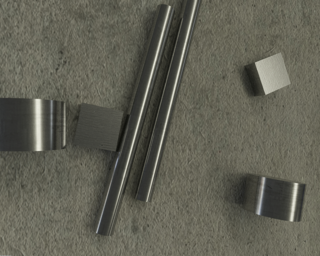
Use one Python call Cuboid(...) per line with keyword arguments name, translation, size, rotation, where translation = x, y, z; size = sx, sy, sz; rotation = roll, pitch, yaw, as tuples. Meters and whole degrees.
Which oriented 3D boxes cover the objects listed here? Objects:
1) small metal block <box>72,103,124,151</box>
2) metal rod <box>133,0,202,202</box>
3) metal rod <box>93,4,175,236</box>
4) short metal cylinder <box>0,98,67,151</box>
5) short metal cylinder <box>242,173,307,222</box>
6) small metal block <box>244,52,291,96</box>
Cuboid(name="small metal block", translation=(-0.077, -0.001, 0.381), size=(0.050, 0.025, 0.050), rotation=(12, 86, -20))
Cuboid(name="metal rod", translation=(0.014, -0.052, 0.413), size=(0.025, 0.025, 0.299), rotation=(16, 85, -20))
Cuboid(name="metal rod", translation=(-0.031, -0.014, 0.397), size=(0.025, 0.025, 0.299), rotation=(17, 84, -19))
Cuboid(name="short metal cylinder", translation=(-0.141, -0.003, 0.328), size=(0.081, 0.080, 0.050), rotation=(1, 90, -20))
Cuboid(name="short metal cylinder", translation=(0.161, 0.096, 0.439), size=(0.081, 0.080, 0.050), rotation=(11, 87, -20))
Cuboid(name="small metal block", translation=(0.163, -0.081, 0.469), size=(0.050, 0.025, 0.050), rotation=(-23, 98, -19))
